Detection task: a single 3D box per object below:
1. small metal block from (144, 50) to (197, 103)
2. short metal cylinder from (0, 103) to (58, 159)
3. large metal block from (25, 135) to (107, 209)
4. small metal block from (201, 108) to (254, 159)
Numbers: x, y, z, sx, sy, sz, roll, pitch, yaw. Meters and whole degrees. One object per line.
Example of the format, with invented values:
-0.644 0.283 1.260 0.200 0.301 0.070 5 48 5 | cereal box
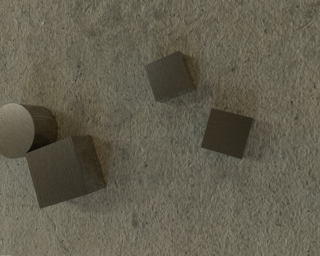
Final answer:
0.014 -0.066 0.404 0.050 0.025 0.050 -20 83 18 | small metal block
-0.204 0.004 0.467 0.080 0.050 0.080 0 90 20 | short metal cylinder
-0.133 0.061 0.443 0.080 0.050 0.080 -20 84 19 | large metal block
0.083 0.006 0.380 0.050 0.025 0.050 16 95 19 | small metal block
